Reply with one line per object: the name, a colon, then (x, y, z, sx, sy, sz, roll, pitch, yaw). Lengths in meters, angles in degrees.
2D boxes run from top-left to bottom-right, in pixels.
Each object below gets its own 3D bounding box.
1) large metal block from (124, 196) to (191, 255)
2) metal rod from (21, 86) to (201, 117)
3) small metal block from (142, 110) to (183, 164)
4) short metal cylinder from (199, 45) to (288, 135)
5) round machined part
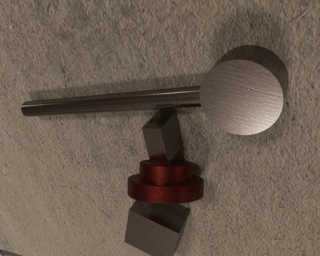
large metal block: (-0.005, 0.155, 0.487, 0.080, 0.050, 0.079, 21, 126, 15)
metal rod: (-0.079, -0.034, 0.425, 0.300, 0.025, 0.025, -1, 118, 28)
small metal block: (0.005, 0.011, 0.393, 0.025, 0.050, 0.050, 2, 119, 27)
short metal cylinder: (0.087, -0.039, 0.320, 0.080, 0.050, 0.079, 13, 124, 20)
round machined part: (0.007, 0.065, 0.402, 0.098, 0.098, 0.042, 2, 91, 27)
